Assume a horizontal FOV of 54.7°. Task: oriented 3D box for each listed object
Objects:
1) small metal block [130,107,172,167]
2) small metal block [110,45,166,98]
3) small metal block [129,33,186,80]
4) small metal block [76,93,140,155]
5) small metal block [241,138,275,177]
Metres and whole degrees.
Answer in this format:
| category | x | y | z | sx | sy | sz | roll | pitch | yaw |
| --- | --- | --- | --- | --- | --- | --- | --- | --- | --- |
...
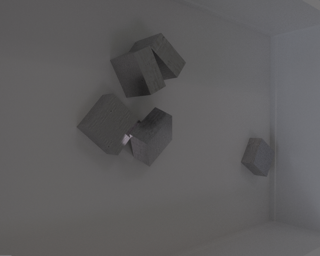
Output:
| category | x | y | z | sx | sy | sz | roll | pitch | yaw |
| --- | --- | --- | --- | --- | --- | --- | --- | --- | --- |
| small metal block | -0.009 | 0.011 | 0.383 | 0.050 | 0.025 | 0.050 | -49 | 155 | -29 |
| small metal block | -0.027 | -0.065 | 0.368 | 0.025 | 0.050 | 0.050 | -35 | 112 | -34 |
| small metal block | -0.005 | -0.086 | 0.386 | 0.050 | 0.050 | 0.025 | 43 | 64 | -32 |
| small metal block | -0.058 | -0.004 | 0.358 | 0.050 | 0.025 | 0.050 | 48 | 62 | -29 |
| small metal block | 0.176 | 0.052 | 0.554 | 0.050 | 0.025 | 0.050 | 40 | 66 | -33 |
